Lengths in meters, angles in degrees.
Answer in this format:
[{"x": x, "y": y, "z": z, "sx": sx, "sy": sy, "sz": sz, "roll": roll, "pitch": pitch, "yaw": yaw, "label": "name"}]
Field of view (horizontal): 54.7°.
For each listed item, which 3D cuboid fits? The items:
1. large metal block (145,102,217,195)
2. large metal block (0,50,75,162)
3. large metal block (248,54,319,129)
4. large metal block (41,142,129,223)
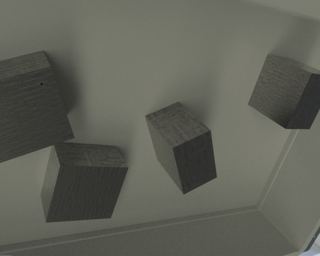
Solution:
[{"x": 0.027, "y": 0.024, "z": 0.405, "sx": 0.050, "sy": 0.080, "sz": 0.080, "roll": -25, "pitch": 128, "yaw": -14, "label": "large metal block"}, {"x": -0.139, "y": -0.021, "z": 0.304, "sx": 0.081, "sy": 0.050, "sz": 0.079, "roll": -20, "pitch": 126, "yaw": -17, "label": "large metal block"}, {"x": 0.184, "y": -0.052, "z": 0.444, "sx": 0.050, "sy": 0.080, "sz": 0.079, "roll": 1, "pitch": 118, "yaw": -29, "label": "large metal block"}, {"x": -0.095, "y": 0.066, "z": 0.383, "sx": 0.081, "sy": 0.050, "sz": 0.079, "roll": 6, "pitch": 115, "yaw": -32, "label": "large metal block"}]
